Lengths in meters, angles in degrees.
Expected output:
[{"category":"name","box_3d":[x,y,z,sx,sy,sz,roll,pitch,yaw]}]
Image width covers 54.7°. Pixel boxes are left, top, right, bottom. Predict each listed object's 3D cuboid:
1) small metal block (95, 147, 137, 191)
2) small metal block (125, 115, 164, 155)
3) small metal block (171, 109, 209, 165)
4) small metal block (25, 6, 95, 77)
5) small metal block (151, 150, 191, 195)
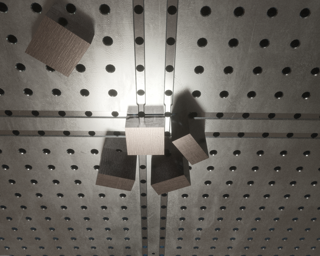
[{"category":"small metal block","box_3d":[-0.062,0.059,0.445,0.050,0.050,0.025,13,129,-12]},{"category":"small metal block","box_3d":[-0.020,0.010,0.420,0.050,0.025,0.050,-1,130,0]},{"category":"small metal block","box_3d":[0.039,0.012,0.406,0.025,0.050,0.050,-27,126,20]},{"category":"small metal block","box_3d":[-0.107,-0.091,0.332,0.050,0.025,0.050,30,124,-24]},{"category":"small metal block","box_3d":[0.015,0.064,0.450,0.050,0.050,0.025,-20,128,15]}]
